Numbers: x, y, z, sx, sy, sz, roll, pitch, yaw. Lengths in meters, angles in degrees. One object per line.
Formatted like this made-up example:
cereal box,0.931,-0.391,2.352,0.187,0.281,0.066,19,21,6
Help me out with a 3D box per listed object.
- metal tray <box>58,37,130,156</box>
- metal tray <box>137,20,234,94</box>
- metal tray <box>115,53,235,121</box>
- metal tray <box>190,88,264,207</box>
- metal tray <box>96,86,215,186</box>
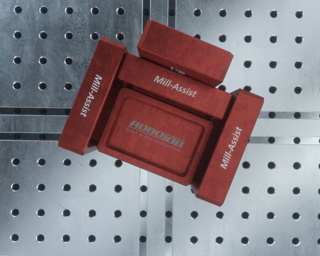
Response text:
metal tray,-0.074,-0.035,0.380,0.030,0.090,0.130,22,90,0
metal tray,0.025,-0.075,0.360,0.090,0.130,0.030,22,91,0
metal tray,0.017,-0.046,0.381,0.131,0.090,0.030,22,91,-1
metal tray,0.077,0.021,0.381,0.030,0.090,0.129,22,90,0
metal tray,-0.006,0.011,0.410,0.131,0.030,0.090,22,90,-1
